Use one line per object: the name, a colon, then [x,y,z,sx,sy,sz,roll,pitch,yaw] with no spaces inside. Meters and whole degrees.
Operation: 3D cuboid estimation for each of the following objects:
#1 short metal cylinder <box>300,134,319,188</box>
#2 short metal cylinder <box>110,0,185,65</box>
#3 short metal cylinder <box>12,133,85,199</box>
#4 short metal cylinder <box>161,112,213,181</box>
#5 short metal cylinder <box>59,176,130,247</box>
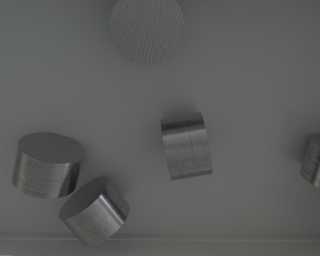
short metal cylinder: [0.231,0.046,0.401,0.081,0.080,0.050,7,110,-3]
short metal cylinder: [-0.014,-0.116,0.355,0.081,0.050,0.079,0,110,0]
short metal cylinder: [-0.142,0.046,0.398,0.080,0.080,0.050,16,109,-6]
short metal cylinder: [0.033,0.023,0.391,0.050,0.080,0.079,-10,110,4]
short metal cylinder: [-0.088,0.112,0.422,0.080,0.080,0.050,-31,107,10]
